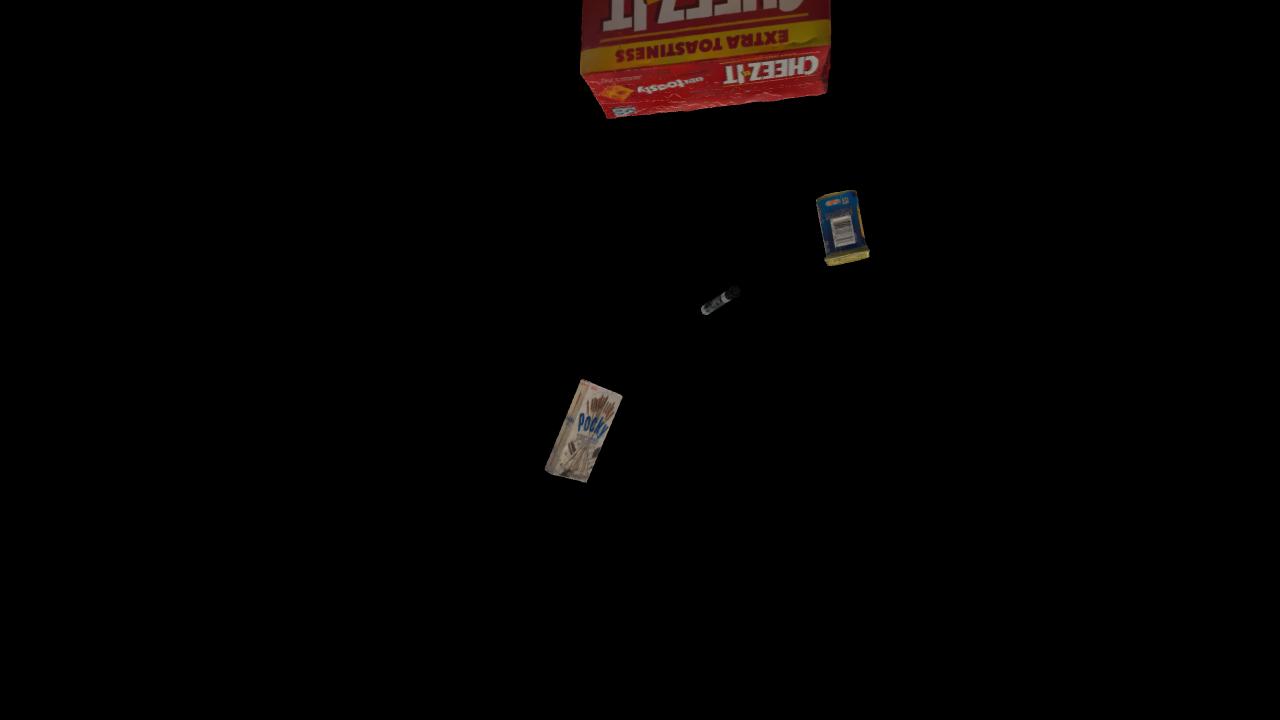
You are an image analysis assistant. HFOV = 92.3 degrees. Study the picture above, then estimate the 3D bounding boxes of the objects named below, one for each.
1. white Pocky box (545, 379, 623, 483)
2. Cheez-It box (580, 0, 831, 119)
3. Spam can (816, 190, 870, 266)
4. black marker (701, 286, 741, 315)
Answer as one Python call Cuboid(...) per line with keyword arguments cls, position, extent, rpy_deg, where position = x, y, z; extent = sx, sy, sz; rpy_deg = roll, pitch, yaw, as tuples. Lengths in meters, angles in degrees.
Cuboid(cls="white Pocky box", position=(-0.089, 0.114, 0.979), extent=(0.028, 0.154, 0.084), rpy_deg=(19, -5, 42))
Cuboid(cls="Cheez-It box", position=(0.045, -0.295, 0.433), extent=(0.166, 0.223, 0.071), rpy_deg=(-1, -6, 14))
Cuboid(cls="Spam can", position=(0.277, -0.179, 0.842), extent=(0.058, 0.085, 0.101), rpy_deg=(-10, 0, 20))
Cuboid(cls="black marker", position=(0.133, -0.098, 1.017), extent=(0.020, 0.020, 0.121), rpy_deg=(0, -10, -18))
